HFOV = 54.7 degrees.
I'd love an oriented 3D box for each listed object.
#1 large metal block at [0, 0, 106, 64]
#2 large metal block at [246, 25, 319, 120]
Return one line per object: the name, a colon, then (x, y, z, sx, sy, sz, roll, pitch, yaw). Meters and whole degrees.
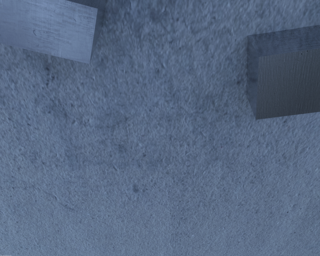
large metal block: (-0.094, -0.108, 0.278, 0.081, 0.080, 0.050, 12, 129, -10)
large metal block: (0.142, -0.060, 0.342, 0.080, 0.050, 0.080, -7, 130, 5)
